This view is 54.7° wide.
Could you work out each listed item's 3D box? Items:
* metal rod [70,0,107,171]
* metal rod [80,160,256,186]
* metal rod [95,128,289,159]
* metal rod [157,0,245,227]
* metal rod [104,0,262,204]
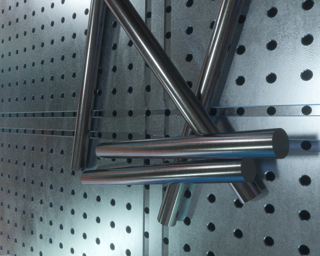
[{"bbox_3d":[-0.114,-0.077,0.500,0.025,0.025,0.298,15,99,39],"label":"metal rod"},{"bbox_3d":[-0.018,0.060,0.395,0.299,0.025,0.025,-12,82,47],"label":"metal rod"},{"bbox_3d":[0.004,0.024,0.364,0.299,0.025,0.025,-7,86,51],"label":"metal rod"},{"bbox_3d":[0.047,-0.020,0.368,0.025,0.025,0.298,25,105,37],"label":"metal rod"},{"bbox_3d":[0.015,-0.050,0.351,0.025,0.025,0.299,-39,79,33],"label":"metal rod"}]
